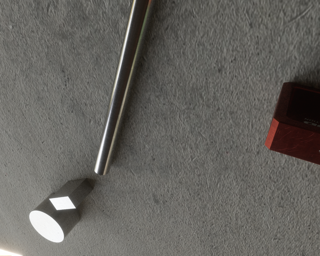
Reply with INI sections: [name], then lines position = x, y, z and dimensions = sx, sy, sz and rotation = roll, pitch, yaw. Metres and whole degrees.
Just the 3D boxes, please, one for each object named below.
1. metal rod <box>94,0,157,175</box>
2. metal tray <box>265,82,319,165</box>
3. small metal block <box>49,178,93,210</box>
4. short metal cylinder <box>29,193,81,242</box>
[metal rod]
position = -0.051, -0.045, 0.403
dimensions = 0.025, 0.025, 0.298
rotation = 28, 128, 10
[metal tray]
position = 0.169, 0.003, 0.277
dimensions = 0.130, 0.090, 0.030
rotation = 18, 125, 17
[small metal block]
position = -0.154, 0.115, 0.541
dimensions = 0.050, 0.050, 0.025
rotation = -14, 111, 33
[short metal cylinder]
position = -0.204, 0.175, 0.603
dimensions = 0.080, 0.050, 0.079
rotation = 13, 124, 20
